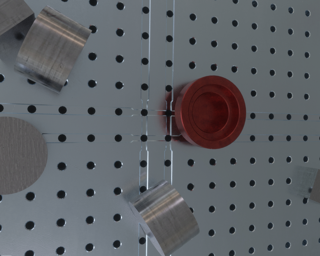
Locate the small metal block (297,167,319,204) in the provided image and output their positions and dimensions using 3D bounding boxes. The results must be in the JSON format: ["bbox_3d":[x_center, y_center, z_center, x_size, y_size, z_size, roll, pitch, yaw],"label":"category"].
[{"bbox_3d":[0.261,0.097,0.509,0.050,0.025,0.050,23,82,-19],"label":"small metal block"}]

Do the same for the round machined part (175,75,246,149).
[{"bbox_3d":[0.065,-0.021,0.427,0.099,0.042,0.097,0,90,-20],"label":"round machined part"}]

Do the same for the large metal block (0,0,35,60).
[{"bbox_3d":[-0.177,-0.124,0.318,0.050,0.080,0.080,-43,104,-15],"label":"large metal block"}]

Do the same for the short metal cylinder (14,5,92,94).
[{"bbox_3d":[-0.116,-0.085,0.340,0.050,0.080,0.080,27,81,-18],"label":"short metal cylinder"}]

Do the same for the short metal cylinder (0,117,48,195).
[{"bbox_3d":[-0.166,0.028,0.338,0.081,0.050,0.080,0,90,-20],"label":"short metal cylinder"}]

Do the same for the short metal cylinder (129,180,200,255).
[{"bbox_3d":[0.004,0.112,0.385,0.050,0.080,0.080,-31,100,-17],"label":"short metal cylinder"}]
